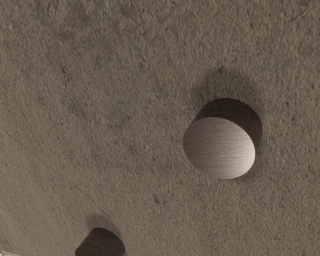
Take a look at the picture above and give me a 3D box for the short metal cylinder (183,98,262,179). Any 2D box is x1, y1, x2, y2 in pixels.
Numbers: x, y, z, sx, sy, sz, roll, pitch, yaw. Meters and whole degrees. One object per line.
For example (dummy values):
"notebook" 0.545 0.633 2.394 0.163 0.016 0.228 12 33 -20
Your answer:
"short metal cylinder" 0.073 0.012 0.359 0.080 0.050 0.079 13 124 20

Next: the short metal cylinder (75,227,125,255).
"short metal cylinder" -0.115 0.240 0.597 0.080 0.050 0.079 13 124 20
